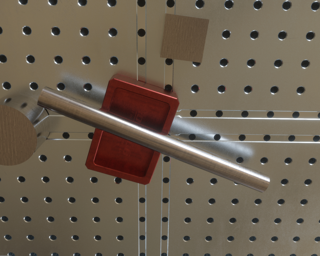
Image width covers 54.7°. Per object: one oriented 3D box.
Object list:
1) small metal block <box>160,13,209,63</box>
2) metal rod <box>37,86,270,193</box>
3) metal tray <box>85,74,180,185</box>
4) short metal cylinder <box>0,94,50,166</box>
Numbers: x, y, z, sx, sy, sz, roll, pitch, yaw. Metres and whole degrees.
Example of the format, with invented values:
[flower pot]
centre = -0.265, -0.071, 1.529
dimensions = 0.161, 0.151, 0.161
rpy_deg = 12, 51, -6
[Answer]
[small metal block]
centre = 0.028, -0.109, 0.374
dimensions = 0.050, 0.025, 0.050
rpy_deg = 7, 110, -3
[metal rod]
centre = 0.000, 0.018, 0.387
dimensions = 0.302, 0.025, 0.025
rpy_deg = 22, 109, -9
[metal tray]
centre = -0.038, 0.004, 0.411
dimensions = 0.091, 0.030, 0.129
rpy_deg = 17, 109, -7
[short metal cylinder]
centre = -0.190, 0.001, 0.398
dimensions = 0.081, 0.050, 0.079
rpy_deg = 0, 110, -1
